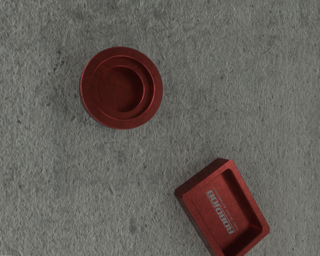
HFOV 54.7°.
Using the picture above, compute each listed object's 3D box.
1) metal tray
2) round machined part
[{"bbox_3d":[0.090,0.119,0.441,0.090,0.030,0.130,-34,101,-17],"label":"metal tray"},{"bbox_3d":[-0.050,-0.047,0.382,0.099,0.042,0.097,0,90,-21],"label":"round machined part"}]
